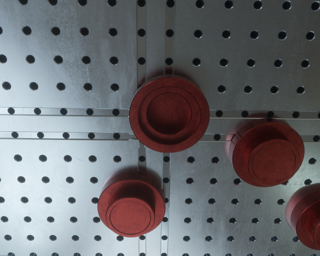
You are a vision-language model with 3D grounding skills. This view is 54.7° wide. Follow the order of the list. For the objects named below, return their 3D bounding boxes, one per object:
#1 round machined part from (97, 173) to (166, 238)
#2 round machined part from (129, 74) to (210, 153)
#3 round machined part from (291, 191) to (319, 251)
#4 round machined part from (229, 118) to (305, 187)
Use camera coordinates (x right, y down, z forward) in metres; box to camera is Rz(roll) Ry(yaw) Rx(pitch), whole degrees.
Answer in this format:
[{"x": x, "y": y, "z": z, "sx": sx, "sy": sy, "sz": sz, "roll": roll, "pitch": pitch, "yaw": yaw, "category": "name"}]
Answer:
[{"x": -0.041, "y": 0.117, "z": 0.447, "sx": 0.099, "sy": 0.042, "sz": 0.097, "roll": 0, "pitch": 110, "yaw": -1, "category": "round machined part"}, {"x": 0.011, "y": -0.021, "z": 0.397, "sx": 0.099, "sy": 0.042, "sz": 0.097, "roll": 0, "pitch": 110, "yaw": -1, "category": "round machined part"}, {"x": 0.253, "y": 0.145, "z": 0.462, "sx": 0.099, "sy": 0.042, "sz": 0.097, "roll": 0, "pitch": 110, "yaw": -1, "category": "round machined part"}, {"x": 0.148, "y": 0.039, "z": 0.421, "sx": 0.099, "sy": 0.042, "sz": 0.097, "roll": 0, "pitch": 110, "yaw": -1, "category": "round machined part"}]
